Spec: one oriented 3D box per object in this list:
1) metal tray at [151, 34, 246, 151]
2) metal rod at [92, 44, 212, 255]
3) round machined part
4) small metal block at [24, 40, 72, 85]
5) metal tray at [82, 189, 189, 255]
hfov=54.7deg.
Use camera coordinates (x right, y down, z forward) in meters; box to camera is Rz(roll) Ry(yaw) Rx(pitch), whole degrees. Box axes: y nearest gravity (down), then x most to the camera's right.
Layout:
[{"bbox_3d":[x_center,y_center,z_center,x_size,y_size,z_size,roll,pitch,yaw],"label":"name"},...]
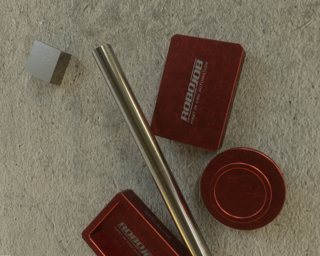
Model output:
[{"bbox_3d":[0.047,-0.045,0.389,0.090,0.030,0.129,15,95,19],"label":"metal tray"},{"bbox_3d":[-0.007,0.038,0.384,0.025,0.025,0.299,-25,92,18],"label":"metal rod"},{"bbox_3d":[0.096,0.073,0.366,0.098,0.042,0.097,0,90,19],"label":"round machined part"},{"bbox_3d":[-0.169,-0.098,0.467,0.050,0.025,0.050,26,98,17],"label":"small metal block"},{"bbox_3d":[-0.032,0.159,0.416,0.130,0.030,0.090,44,103,14],"label":"metal tray"}]
